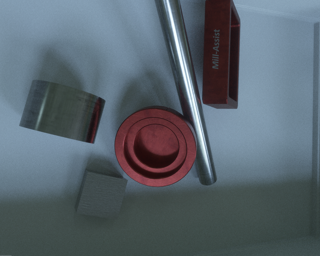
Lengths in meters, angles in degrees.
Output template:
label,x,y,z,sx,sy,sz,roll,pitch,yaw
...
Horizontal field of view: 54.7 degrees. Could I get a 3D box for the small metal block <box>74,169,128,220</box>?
label,x,y,z,sx,sy,sz,roll,pitch,yaw
small metal block,-0.073,0.082,0.384,0.050,0.025,0.050,16,85,-20

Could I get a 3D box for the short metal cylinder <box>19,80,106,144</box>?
label,x,y,z,sx,sy,sz,roll,pitch,yaw
short metal cylinder,-0.106,-0.016,0.343,0.081,0.080,0.050,16,85,-20

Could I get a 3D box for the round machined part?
label,x,y,z,sx,sy,sz,roll,pitch,yaw
round machined part,-0.003,0.020,0.386,0.099,0.042,0.097,2,103,8

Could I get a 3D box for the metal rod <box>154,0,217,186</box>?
label,x,y,z,sx,sy,sz,roll,pitch,yaw
metal rod,0.031,-0.051,0.365,0.025,0.025,0.298,-28,122,-18

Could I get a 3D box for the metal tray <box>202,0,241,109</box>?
label,x,y,z,sx,sy,sz,roll,pitch,yaw
metal tray,0.083,-0.093,0.409,0.030,0.090,0.129,2,89,22
